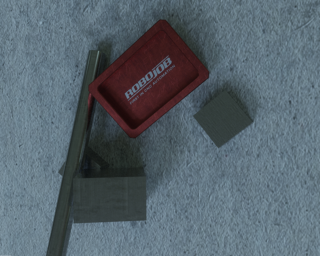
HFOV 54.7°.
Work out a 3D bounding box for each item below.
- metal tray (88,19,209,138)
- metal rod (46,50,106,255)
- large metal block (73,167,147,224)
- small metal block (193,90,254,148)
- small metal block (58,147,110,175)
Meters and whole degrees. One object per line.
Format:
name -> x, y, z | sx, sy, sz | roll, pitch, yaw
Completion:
metal tray -> -0.014, -0.060, 0.395 | 0.130, 0.030, 0.090 | -39, 95, 14
metal rod -> -0.114, 0.040, 0.419 | 0.025, 0.025, 0.299 | 7, 82, 19
large metal block -> -0.059, 0.080, 0.386 | 0.081, 0.080, 0.050 | -1, 90, -5
small metal block -> 0.078, -0.011, 0.381 | 0.050, 0.025, 0.050 | -40, 78, 15
small metal block -> -0.110, 0.058, 0.446 | 0.050, 0.025, 0.050 | 38, 102, 15
